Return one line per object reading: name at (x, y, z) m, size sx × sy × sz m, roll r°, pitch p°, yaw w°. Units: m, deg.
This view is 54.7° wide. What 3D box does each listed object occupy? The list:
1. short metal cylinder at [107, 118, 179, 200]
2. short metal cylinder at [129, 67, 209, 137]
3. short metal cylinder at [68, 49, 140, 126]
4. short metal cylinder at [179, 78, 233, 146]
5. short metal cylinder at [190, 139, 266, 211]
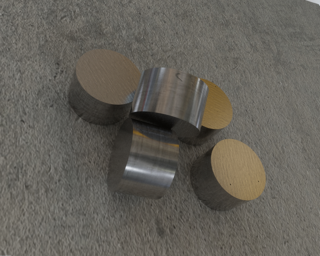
short metal cylinder at (-0.020, 0.034, 0.337) m, size 0.050 × 0.080 × 0.080 m, roll 16°, pitch 55°, yaw -20°
short metal cylinder at (0.010, -0.026, 0.349) m, size 0.080 × 0.080 × 0.050 m, roll 19°, pitch 74°, yaw -17°
short metal cylinder at (-0.068, -0.050, 0.381) m, size 0.081 × 0.050 × 0.080 m, roll 14°, pitch 56°, yaw -21°
short metal cylinder at (0.052, -0.022, 0.429) m, size 0.081 × 0.050 × 0.080 m, roll 14°, pitch 56°, yaw -21°
short metal cylinder at (0.086, 0.061, 0.397) m, size 0.081 × 0.050 × 0.080 m, roll 14°, pitch 56°, yaw -21°
